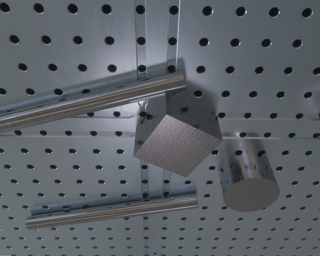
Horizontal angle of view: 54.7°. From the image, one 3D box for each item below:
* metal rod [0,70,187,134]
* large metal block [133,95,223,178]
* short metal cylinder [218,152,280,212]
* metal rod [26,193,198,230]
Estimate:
[{"bbox_3d":[-0.116,-0.025,0.388,0.301,0.025,0.025,-12,129,10],"label":"metal rod"},{"bbox_3d":[0.021,0.010,0.404,0.080,0.050,0.080,24,126,-20],"label":"large metal block"},{"bbox_3d":[0.132,0.082,0.467,0.081,0.050,0.079,0,130,0],"label":"short metal cylinder"},{"bbox_3d":[-0.085,0.145,0.534,0.301,0.025,0.025,-10,130,7],"label":"metal rod"}]
